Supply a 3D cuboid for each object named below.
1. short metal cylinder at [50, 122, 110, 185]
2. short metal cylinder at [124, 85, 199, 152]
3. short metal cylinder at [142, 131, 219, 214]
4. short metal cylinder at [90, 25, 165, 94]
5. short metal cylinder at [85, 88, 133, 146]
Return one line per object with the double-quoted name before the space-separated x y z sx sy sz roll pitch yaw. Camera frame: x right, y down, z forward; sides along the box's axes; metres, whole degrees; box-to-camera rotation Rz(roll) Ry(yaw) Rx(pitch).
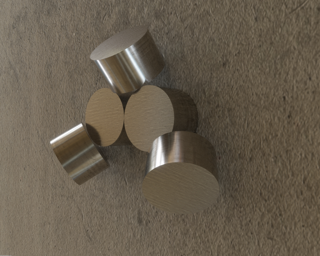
"short metal cylinder" -0.117 0.037 0.459 0.050 0.080 0.080 -32 64 -8
"short metal cylinder" 0.001 -0.011 0.389 0.080 0.050 0.080 0 90 40
"short metal cylinder" 0.023 0.050 0.343 0.080 0.080 0.050 -44 22 31
"short metal cylinder" -0.041 -0.088 0.397 0.080 0.080 0.050 2 134 40
"short metal cylinder" -0.061 -0.015 0.440 0.080 0.050 0.080 0 90 40
